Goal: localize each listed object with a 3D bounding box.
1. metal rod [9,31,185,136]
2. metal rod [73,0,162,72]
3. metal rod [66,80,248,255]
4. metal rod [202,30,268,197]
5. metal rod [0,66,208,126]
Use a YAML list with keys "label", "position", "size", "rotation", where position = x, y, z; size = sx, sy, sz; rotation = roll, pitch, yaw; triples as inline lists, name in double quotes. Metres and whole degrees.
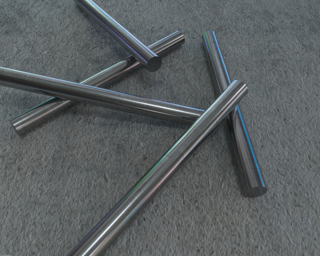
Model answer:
- label: "metal rod"
  position: [-0.077, -0.078, 0.467]
  size: [0.302, 0.025, 0.025]
  rotation: [-35, 58, -26]
- label: "metal rod"
  position: [-0.086, -0.176, 0.529]
  size: [0.025, 0.025, 0.300]
  rotation: [-25, 48, -20]
- label: "metal rod"
  position: [0.009, 0.042, 0.349]
  size: [0.025, 0.025, 0.301]
  rotation: [33, 63, 24]
- label: "metal rod"
  position: [0.096, -0.043, 0.439]
  size: [0.025, 0.025, 0.300]
  rotation: [-3, 50, -3]
- label: "metal rod"
  position: [-0.081, -0.041, 0.412]
  size: [0.302, 0.025, 0.025]
  rotation: [12, 51, 0]
